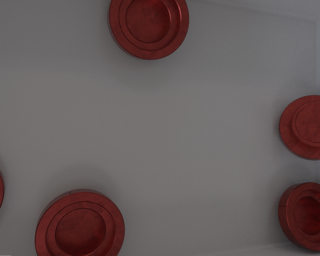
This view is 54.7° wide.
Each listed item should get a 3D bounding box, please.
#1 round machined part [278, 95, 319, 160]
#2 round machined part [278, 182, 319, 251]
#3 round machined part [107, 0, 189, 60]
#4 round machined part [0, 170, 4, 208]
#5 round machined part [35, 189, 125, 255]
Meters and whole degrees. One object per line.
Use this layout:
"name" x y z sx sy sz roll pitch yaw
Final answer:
"round machined part" 0.229 -0.003 0.459 0.098 0.042 0.098 -4 77 16
"round machined part" 0.223 0.134 0.475 0.099 0.042 0.098 4 74 -15
"round machined part" -0.017 -0.135 0.389 0.099 0.042 0.097 -3 101 -16
"round machined part" -0.216 0.069 0.319 0.099 0.042 0.097 0 91 -24
"round machined part" -0.095 0.120 0.367 0.099 0.042 0.097 0 90 -20
